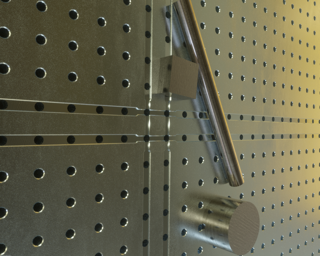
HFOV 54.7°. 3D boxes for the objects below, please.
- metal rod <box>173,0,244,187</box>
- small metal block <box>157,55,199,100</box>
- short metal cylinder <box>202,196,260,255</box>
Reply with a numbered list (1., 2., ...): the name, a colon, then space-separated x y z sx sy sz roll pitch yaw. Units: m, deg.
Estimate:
1. metal rod: 0.079 -0.044 0.474 0.025 0.025 0.298 -32 110 -35
2. small metal block: 0.026 -0.068 0.430 0.050 0.025 0.050 9 84 -40
3. short metal cylinder: 0.112 0.151 0.487 0.081 0.050 0.080 0 90 -40
